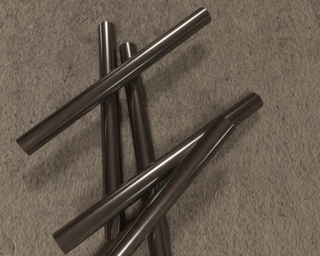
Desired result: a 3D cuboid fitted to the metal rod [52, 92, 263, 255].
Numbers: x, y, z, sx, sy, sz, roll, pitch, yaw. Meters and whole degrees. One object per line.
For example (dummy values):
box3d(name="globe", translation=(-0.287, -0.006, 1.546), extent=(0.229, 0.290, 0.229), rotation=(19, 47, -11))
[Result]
box3d(name="metal rod", translation=(0.014, 0.041, 0.370), extent=(0.302, 0.025, 0.025), rotation=(-34, 74, -21))

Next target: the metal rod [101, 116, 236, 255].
box3d(name="metal rod", translation=(-0.019, 0.107, 0.343), extent=(0.025, 0.025, 0.300), rotation=(39, 84, 12))

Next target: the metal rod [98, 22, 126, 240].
box3d(name="metal rod", translation=(-0.066, -0.011, 0.411), extent=(0.025, 0.025, 0.299), rotation=(-5, 70, -2))

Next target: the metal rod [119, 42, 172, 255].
box3d(name="metal rod", translation=(-0.022, 0.021, 0.400), extent=(0.025, 0.025, 0.299), rotation=(-9, 70, -4))

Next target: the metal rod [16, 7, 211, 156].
box3d(name="metal rod", translation=(-0.050, -0.069, 0.404), extent=(0.301, 0.025, 0.025), rotation=(-39, 75, -14))
